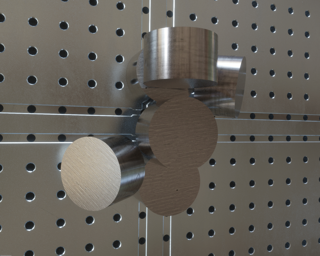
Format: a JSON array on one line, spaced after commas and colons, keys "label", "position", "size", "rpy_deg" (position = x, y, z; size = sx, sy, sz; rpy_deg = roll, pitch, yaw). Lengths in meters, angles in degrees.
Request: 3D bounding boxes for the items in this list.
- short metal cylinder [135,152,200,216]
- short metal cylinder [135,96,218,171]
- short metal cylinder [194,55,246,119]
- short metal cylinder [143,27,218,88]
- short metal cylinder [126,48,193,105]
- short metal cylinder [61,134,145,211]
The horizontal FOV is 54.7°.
[{"label": "short metal cylinder", "position": [0.004, 0.067, 0.400], "size": [0.081, 0.050, 0.079], "rpy_deg": [0, 91, -20]}, {"label": "short metal cylinder", "position": [0.018, 0.006, 0.352], "size": [0.081, 0.050, 0.079], "rpy_deg": [0, 90, -20]}, {"label": "short metal cylinder", "position": [0.080, -0.055, 0.405], "size": [0.050, 0.080, 0.080], "rpy_deg": [9, 86, 21]}, {"label": "short metal cylinder", "position": [0.022, -0.073, 0.337], "size": [0.081, 0.080, 0.050], "rpy_deg": [0, 90, -20]}, {"label": "short metal cylinder", "position": [0.002, -0.069, 0.399], "size": [0.081, 0.050, 0.079], "rpy_deg": [0, 91, -20]}, {"label": "short metal cylinder", "position": [-0.064, 0.048, 0.354], "size": [0.050, 0.080, 0.079], "rpy_deg": [-4, 92, -64]}]
